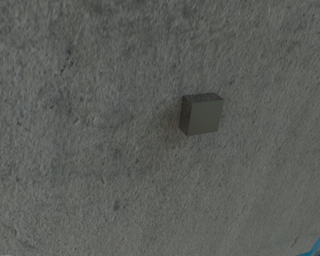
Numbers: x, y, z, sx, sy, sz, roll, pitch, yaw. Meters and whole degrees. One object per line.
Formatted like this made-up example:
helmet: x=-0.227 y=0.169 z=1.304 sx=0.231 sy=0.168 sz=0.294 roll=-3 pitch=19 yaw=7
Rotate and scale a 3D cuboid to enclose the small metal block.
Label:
small metal block: x=0.057 y=-0.019 z=0.428 sx=0.050 sy=0.025 sz=0.050 roll=-8 pitch=122 yaw=-25
